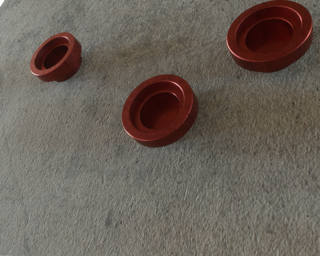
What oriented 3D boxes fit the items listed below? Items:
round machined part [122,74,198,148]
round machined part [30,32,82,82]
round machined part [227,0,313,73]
[{"bbox_3d":[0.003,-0.018,0.402,0.098,0.042,0.098,-13,56,21],"label":"round machined part"},{"bbox_3d":[-0.183,-0.123,0.565,0.098,0.042,0.098,-13,56,21],"label":"round machined part"},{"bbox_3d":[0.137,-0.109,0.388,0.098,0.042,0.098,-13,56,21],"label":"round machined part"}]
